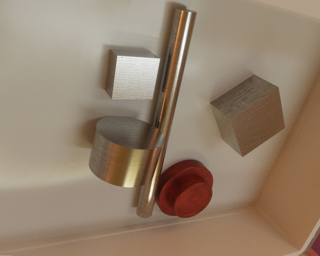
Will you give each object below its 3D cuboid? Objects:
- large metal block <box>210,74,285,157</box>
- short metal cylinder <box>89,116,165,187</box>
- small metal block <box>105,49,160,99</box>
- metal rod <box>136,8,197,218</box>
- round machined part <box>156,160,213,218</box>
[{"bbox_3d":[0.130,-0.018,0.455,0.080,0.050,0.080,-33,129,-7],"label":"large metal block"},{"bbox_3d":[-0.040,0.026,0.369,0.081,0.080,0.050,2,117,-30],"label":"short metal cylinder"},{"bbox_3d":[-0.032,-0.061,0.355,0.050,0.025,0.050,-3,120,-27],"label":"small metal block"},{"bbox_3d":[0.002,-0.001,0.411,0.025,0.025,0.298,-3,120,-27],"label":"metal rod"},{"bbox_3d":[0.043,0.102,0.486,0.099,0.042,0.097,-14,124,-21],"label":"round machined part"}]
